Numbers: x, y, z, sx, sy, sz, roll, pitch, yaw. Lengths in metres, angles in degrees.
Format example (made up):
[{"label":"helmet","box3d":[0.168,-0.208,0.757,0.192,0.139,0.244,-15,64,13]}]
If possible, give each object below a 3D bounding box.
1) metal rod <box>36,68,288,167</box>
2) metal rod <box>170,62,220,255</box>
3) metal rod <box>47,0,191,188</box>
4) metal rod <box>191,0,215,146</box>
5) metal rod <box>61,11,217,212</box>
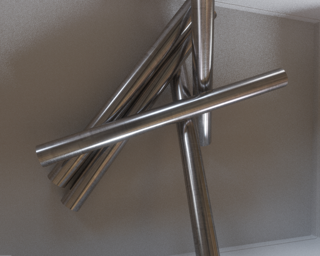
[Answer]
[{"label":"metal rod","box3d":[0.012,-0.016,0.361,0.302,0.025,0.025,-18,97,-11]},{"label":"metal rod","box3d":[0.039,0.047,0.363,0.025,0.025,0.299,2,65,-20]},{"label":"metal rod","box3d":[-0.030,-0.055,0.372,0.025,0.025,0.300,39,88,-17]},{"label":"metal rod","box3d":[0.049,-0.104,0.352,0.025,0.025,0.298,-19,127,-19]},{"label":"metal rod","box3d":[-0.023,-0.029,0.386,0.025,0.025,0.300,37,84,-17]}]
